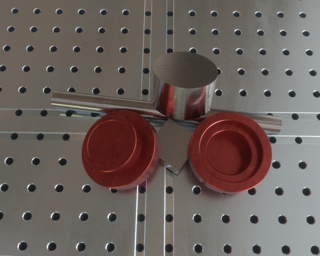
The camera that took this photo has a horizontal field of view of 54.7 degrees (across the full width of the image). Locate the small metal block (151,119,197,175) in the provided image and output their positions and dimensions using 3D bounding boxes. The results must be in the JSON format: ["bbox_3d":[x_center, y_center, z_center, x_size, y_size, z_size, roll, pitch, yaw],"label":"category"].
[{"bbox_3d":[0.017,0.024,0.399,0.050,0.025,0.050,35,73,11],"label":"small metal block"}]

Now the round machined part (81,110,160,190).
[{"bbox_3d":[-0.053,0.023,0.376,0.098,0.042,0.098,-6,70,17],"label":"round machined part"}]

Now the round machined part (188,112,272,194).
[{"bbox_3d":[0.083,0.032,0.385,0.099,0.042,0.098,1,72,-3],"label":"round machined part"}]

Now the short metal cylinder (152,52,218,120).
[{"bbox_3d":[0.030,-0.056,0.399,0.081,0.050,0.080,3,44,-2],"label":"short metal cylinder"}]

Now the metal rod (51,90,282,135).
[{"bbox_3d":[0.007,-0.021,0.416,0.302,0.025,0.025,7,70,2],"label":"metal rod"}]
